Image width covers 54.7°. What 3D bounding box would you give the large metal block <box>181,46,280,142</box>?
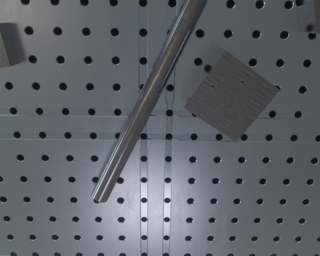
[{"bbox_3d":[0.083,-0.043,0.385,0.080,0.050,0.080,33,107,-12],"label":"large metal block"}]

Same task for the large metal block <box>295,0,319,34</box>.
[{"bbox_3d":[0.200,-0.157,0.344,0.080,0.050,0.080,-14,110,5],"label":"large metal block"}]

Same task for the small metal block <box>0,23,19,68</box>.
[{"bbox_3d":[-0.207,-0.098,0.375,0.050,0.025,0.050,-7,110,2],"label":"small metal block"}]

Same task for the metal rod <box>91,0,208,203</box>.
[{"bbox_3d":[-0.022,-0.026,0.403,0.025,0.025,0.298,25,108,-9],"label":"metal rod"}]
